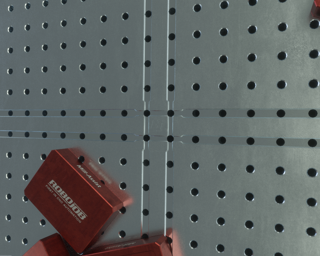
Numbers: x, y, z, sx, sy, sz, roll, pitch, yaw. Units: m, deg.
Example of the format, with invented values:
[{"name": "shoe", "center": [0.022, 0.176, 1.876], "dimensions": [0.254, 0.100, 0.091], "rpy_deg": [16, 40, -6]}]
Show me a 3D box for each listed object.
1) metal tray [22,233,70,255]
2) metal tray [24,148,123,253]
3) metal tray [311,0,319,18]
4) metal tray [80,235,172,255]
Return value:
[{"name": "metal tray", "center": [-0.151, 0.230, 0.445], "dimensions": [0.090, 0.030, 0.130], "rpy_deg": [-43, 71, 31]}, {"name": "metal tray", "center": [-0.129, 0.104, 0.456], "dimensions": [0.130, 0.030, 0.090], "rpy_deg": [41, 103, 15]}, {"name": "metal tray", "center": [0.234, -0.172, 0.326], "dimensions": [0.090, 0.030, 0.129], "rpy_deg": [27, 99, 18]}, {"name": "metal tray", "center": [-0.043, 0.206, 0.425], "dimensions": [0.130, 0.030, 0.090], "rpy_deg": [-18, 84, 19]}]
